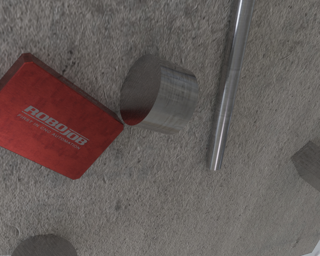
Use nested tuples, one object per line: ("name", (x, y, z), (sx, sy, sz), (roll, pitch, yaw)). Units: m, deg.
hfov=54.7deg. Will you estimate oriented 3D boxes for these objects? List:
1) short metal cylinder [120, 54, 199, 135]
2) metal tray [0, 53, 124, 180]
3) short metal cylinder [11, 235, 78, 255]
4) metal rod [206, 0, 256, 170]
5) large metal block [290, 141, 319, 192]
("short metal cylinder", (-0.003, -0.036, 0.347), (0.050, 0.080, 0.080), (15, 111, -34))
("metal tray", (-0.116, -0.006, 0.337), (0.090, 0.030, 0.130), (-48, 129, 5))
("short metal cylinder", (-0.153, 0.188, 0.404), (0.081, 0.080, 0.050), (3, 117, -30))
("metal rod", (0.095, -0.069, 0.415), (0.025, 0.025, 0.298), (-10, 123, -23))
("large metal block", (0.308, 0.082, 0.591), (0.050, 0.080, 0.080), (-42, 130, 1))
